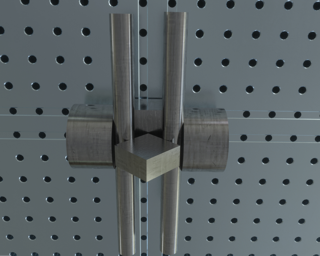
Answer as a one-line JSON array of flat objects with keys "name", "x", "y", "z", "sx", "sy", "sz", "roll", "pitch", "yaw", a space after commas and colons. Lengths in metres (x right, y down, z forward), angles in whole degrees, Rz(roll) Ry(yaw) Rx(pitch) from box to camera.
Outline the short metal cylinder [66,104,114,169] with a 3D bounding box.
[{"name": "short metal cylinder", "x": -0.080, "y": 0.010, "z": 0.383, "sx": 0.050, "sy": 0.080, "sz": 0.079, "roll": 1, "pitch": 110, "yaw": -1}]

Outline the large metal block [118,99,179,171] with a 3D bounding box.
[{"name": "large metal block", "x": -0.014, "y": 0.008, "z": 0.399, "sx": 0.081, "sy": 0.050, "sz": 0.079, "roll": 1, "pitch": 110, "yaw": -1}]

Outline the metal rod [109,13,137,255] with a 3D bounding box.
[{"name": "metal rod", "x": -0.041, "y": 0.024, "z": 0.365, "sx": 0.025, "sy": 0.025, "sz": 0.298, "roll": 1, "pitch": 110, "yaw": -1}]

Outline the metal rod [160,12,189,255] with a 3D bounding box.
[{"name": "metal rod", "x": 0.014, "y": 0.022, "z": 0.365, "sx": 0.025, "sy": 0.025, "sz": 0.298, "roll": 1, "pitch": 110, "yaw": -1}]

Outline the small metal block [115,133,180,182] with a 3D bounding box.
[{"name": "small metal block", "x": -0.014, "y": 0.030, "z": 0.340, "sx": 0.050, "sy": 0.050, "sz": 0.025, "roll": 19, "pitch": 117, "yaw": 40}]

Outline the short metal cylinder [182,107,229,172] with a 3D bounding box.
[{"name": "short metal cylinder", "x": 0.052, "y": 0.014, "z": 0.385, "sx": 0.050, "sy": 0.080, "sz": 0.079, "roll": 1, "pitch": 110, "yaw": 0}]
